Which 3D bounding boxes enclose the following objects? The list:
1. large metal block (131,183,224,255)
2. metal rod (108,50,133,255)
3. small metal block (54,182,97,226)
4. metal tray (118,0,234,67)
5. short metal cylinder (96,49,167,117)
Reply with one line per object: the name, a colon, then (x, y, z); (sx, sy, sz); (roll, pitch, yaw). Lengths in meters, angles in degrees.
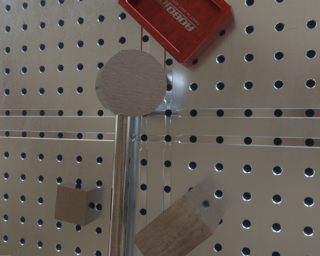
large metal block: (0.025, 0.118, 0.374); (0.080, 0.080, 0.050); (-43, 77, 15)
metal rod: (-0.053, 0.044, 0.430); (0.025, 0.025, 0.298); (3, 91, 19)
small metal block: (-0.124, 0.111, 0.455); (0.050, 0.025, 0.050); (7, 92, 19)
metal tray: (0.019, -0.155, 0.402); (0.090, 0.030, 0.130); (-46, 76, 14)
short metal cylinder: (-0.038, -0.054, 0.391); (0.081, 0.050, 0.079); (-1, 92, -19)
